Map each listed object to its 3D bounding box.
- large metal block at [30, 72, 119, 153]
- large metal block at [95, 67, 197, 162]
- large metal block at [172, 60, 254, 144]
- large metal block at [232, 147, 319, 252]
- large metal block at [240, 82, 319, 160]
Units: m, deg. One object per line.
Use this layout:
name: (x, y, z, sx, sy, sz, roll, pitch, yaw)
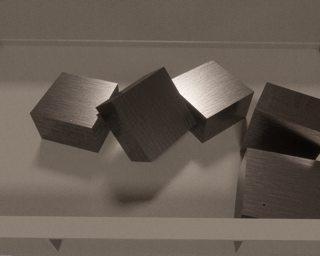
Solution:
large metal block: (-0.105, -0.022, 0.406, 0.080, 0.050, 0.080, 13, 51, 10)
large metal block: (-0.015, -0.015, 0.374, 0.080, 0.050, 0.080, -39, 105, -28)
large metal block: (0.065, -0.038, 0.422, 0.081, 0.050, 0.080, -29, 56, -22)
large metal block: (0.125, 0.074, 0.328, 0.080, 0.050, 0.080, 11, 51, 8)
large metal block: (0.150, 0.002, 0.369, 0.080, 0.080, 0.050, 22, 53, 17)
